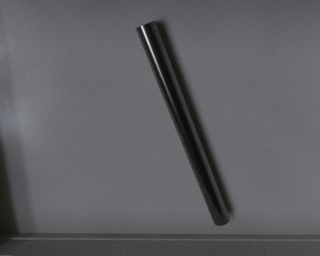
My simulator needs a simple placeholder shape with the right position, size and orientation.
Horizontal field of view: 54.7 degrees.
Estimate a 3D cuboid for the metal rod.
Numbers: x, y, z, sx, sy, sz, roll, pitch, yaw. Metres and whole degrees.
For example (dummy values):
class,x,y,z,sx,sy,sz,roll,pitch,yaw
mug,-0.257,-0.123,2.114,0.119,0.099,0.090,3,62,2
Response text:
class,x,y,z,sx,sy,sz,roll,pitch,yaw
metal rod,0.037,0.008,0.414,0.025,0.025,0.299,-21,109,7
